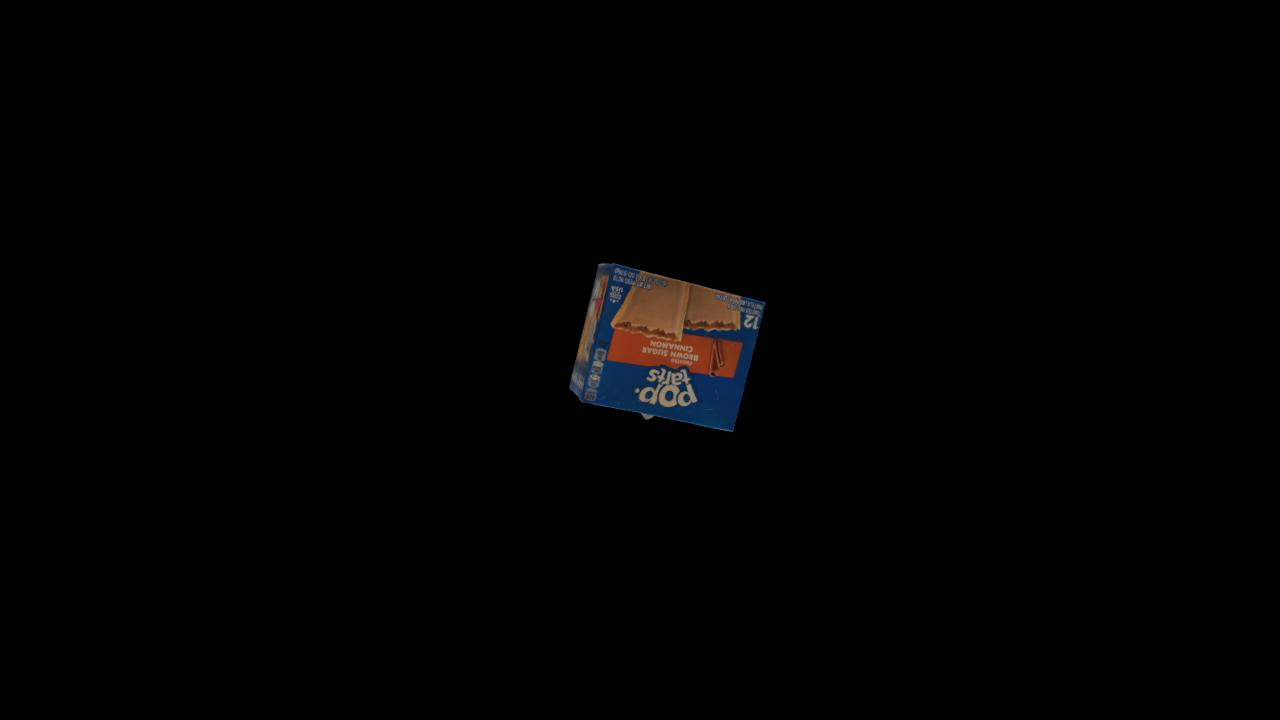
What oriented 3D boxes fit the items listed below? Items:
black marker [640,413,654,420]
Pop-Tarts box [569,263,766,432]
[{"bbox_3d":[-0.023,0.023,0.719,0.020,0.020,0.121,0,39,-51],"label":"black marker"},{"bbox_3d":[0.026,-0.014,0.648,0.167,0.141,0.083,13,5,-15],"label":"Pop-Tarts box"}]
